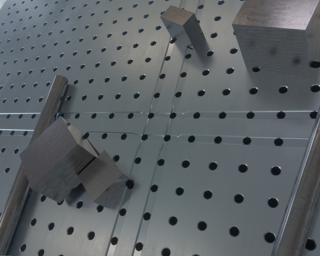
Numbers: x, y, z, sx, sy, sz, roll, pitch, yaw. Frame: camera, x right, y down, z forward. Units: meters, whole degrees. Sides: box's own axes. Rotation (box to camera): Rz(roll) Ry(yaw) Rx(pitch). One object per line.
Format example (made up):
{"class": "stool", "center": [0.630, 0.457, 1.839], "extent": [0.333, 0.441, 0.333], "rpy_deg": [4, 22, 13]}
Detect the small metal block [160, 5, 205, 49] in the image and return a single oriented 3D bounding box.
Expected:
{"class": "small metal block", "center": [0.034, -0.152, 0.468], "extent": [0.025, 0.050, 0.050], "rpy_deg": [-49, 51, -6]}

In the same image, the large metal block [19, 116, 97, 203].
{"class": "large metal block", "center": [-0.140, 0.042, 0.434], "extent": [0.080, 0.050, 0.080], "rpy_deg": [-44, 44, -3]}

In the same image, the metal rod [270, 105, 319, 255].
{"class": "metal rod", "center": [0.162, 0.019, 0.311], "extent": [0.025, 0.025, 0.300], "rpy_deg": [15, 69, 34]}

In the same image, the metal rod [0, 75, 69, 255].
{"class": "metal rod", "center": [-0.199, 0.044, 0.485], "extent": [0.025, 0.025, 0.300], "rpy_deg": [-4, 60, 26]}

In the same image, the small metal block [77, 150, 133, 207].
{"class": "small metal block", "center": [-0.073, 0.066, 0.406], "extent": [0.050, 0.025, 0.050], "rpy_deg": [-44, 51, -2]}

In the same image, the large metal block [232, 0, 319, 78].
{"class": "large metal block", "center": [0.141, -0.110, 0.366], "extent": [0.080, 0.080, 0.050], "rpy_deg": [19, 72, 35]}
